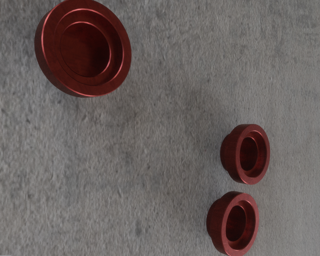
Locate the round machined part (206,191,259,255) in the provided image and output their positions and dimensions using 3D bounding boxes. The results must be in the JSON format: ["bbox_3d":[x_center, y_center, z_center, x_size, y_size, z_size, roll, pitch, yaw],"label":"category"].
[{"bbox_3d":[0.111,0.149,0.490,0.099,0.042,0.097,0,90,-40],"label":"round machined part"}]

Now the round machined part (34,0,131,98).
[{"bbox_3d":[-0.082,-0.081,0.326,0.099,0.042,0.097,0,90,-40],"label":"round machined part"}]

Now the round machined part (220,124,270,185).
[{"bbox_3d":[0.137,0.042,0.512,0.099,0.042,0.097,0,90,-40],"label":"round machined part"}]
